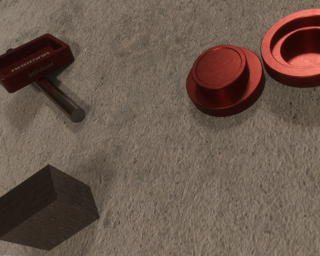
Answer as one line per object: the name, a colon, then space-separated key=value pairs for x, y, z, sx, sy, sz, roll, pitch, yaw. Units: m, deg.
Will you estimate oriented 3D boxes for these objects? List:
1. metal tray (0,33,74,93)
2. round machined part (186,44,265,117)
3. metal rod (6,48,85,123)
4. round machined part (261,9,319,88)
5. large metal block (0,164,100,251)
metal tray: x=-0.237 y=-0.122 z=0.568 sx=0.131 sy=0.030 sz=0.090 roll=-36 pitch=49 yaw=-23
round machined part: x=0.079 y=-0.066 z=0.391 sx=0.098 sy=0.042 sz=0.098 roll=-13 pitch=56 yaw=20
metal rod: x=-0.222 y=-0.089 z=0.572 sx=0.025 sy=0.025 sz=0.300 roll=-49 pitch=52 yaw=-6
round machined part: x=0.170 y=-0.086 z=0.356 sx=0.098 sy=0.042 sz=0.098 roll=-13 pitch=56 yaw=20
large metal block: x=-0.135 y=0.100 z=0.376 sx=0.080 sy=0.080 sz=0.050 roll=-34 pitch=52 yaw=5
